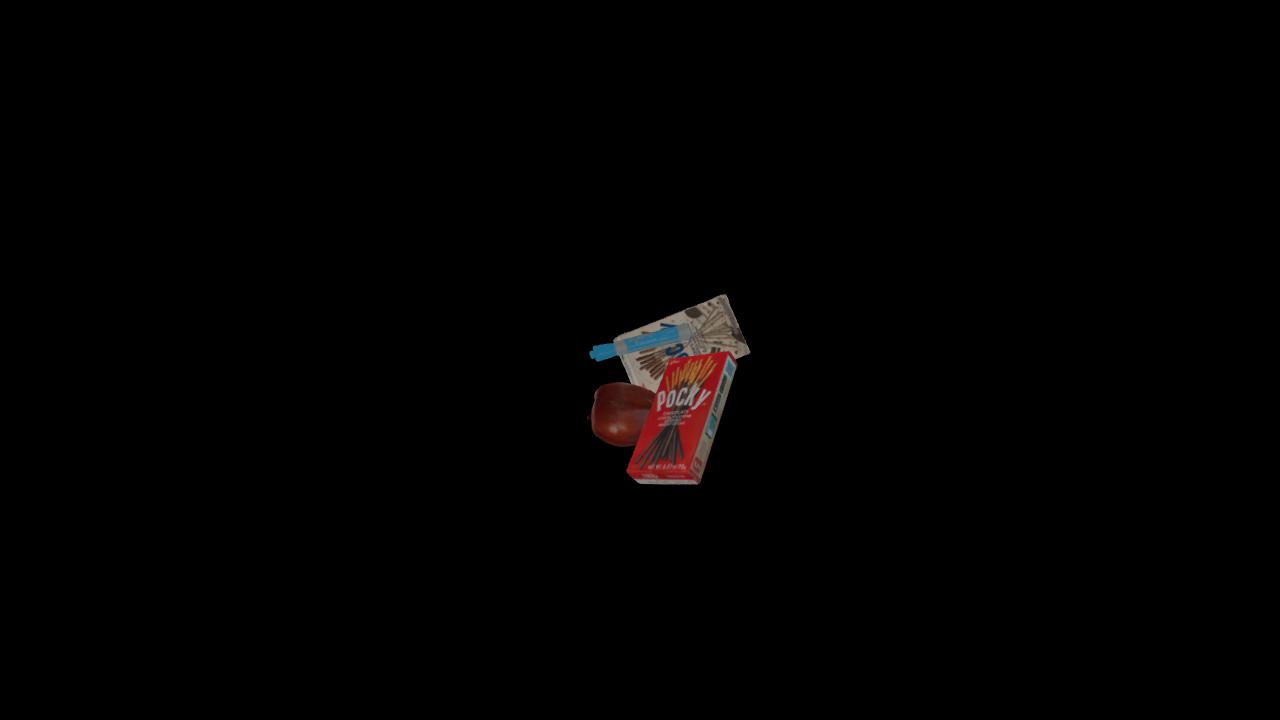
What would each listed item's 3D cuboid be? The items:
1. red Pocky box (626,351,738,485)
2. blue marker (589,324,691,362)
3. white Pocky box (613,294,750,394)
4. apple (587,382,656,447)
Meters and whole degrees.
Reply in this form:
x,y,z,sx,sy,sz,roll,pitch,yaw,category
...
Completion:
x,y,z,sx,sy,sz,roll,pitch,yaw,category
0.046,0.059,0.655,0.083,0.155,0.028,-10,-45,40,red Pocky box
0.000,-0.020,0.714,0.121,0.020,0.020,-14,4,-14,blue marker
0.052,-0.017,0.754,0.154,0.084,0.028,-23,-1,-18,white Pocky box
-0.016,0.066,0.722,0.093,0.079,0.079,3,0,7,apple
